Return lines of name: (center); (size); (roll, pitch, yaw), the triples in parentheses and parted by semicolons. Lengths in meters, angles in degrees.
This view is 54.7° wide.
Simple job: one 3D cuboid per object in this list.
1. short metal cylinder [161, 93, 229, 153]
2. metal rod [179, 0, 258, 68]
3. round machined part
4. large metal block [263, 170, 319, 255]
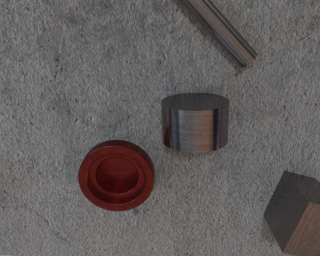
short metal cylinder: (0.043, -0.009, 0.377); (0.080, 0.080, 0.050); (-2, 110, 1)
metal rod: (0.002, -0.181, 0.342); (0.300, 0.025, 0.025); (43, 105, -14)
round machined part: (-0.057, 0.060, 0.422); (0.099, 0.042, 0.097); (0, 110, 0)
large metal block: (0.193, 0.117, 0.425); (0.050, 0.080, 0.079); (15, 109, -6)
